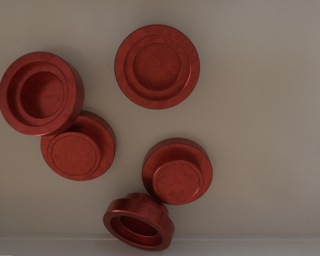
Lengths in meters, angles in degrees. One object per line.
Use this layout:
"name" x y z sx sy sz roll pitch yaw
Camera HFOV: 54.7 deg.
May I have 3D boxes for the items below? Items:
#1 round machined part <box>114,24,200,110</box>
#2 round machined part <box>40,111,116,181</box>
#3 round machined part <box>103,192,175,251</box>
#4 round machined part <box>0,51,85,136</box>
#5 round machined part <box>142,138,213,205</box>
"round machined part" -0.003 -0.075 0.375 0.099 0.042 0.097 0 110 -1
"round machined part" -0.109 0.029 0.411 0.099 0.042 0.097 0 110 -1
"round machined part" -0.026 0.128 0.435 0.098 0.042 0.097 12 135 13
"round machined part" -0.137 -0.039 0.373 0.098 0.042 0.097 -1 86 10
"round machined part" 0.024 0.066 0.427 0.099 0.042 0.097 0 110 -1
